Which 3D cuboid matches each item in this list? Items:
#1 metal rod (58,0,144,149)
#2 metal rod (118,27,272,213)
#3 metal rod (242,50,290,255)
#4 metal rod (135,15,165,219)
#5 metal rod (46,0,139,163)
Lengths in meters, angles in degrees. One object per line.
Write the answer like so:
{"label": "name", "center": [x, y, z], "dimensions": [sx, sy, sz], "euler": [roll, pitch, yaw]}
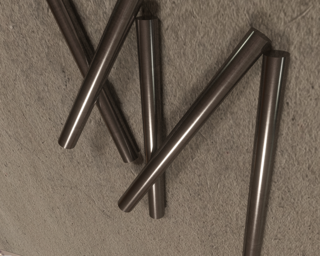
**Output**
{"label": "metal rod", "center": [-0.063, -0.086, 0.361], "dimensions": [0.025, 0.025, 0.298], "euler": [36, 121, 4]}
{"label": "metal rod", "center": [0.024, 0.012, 0.378], "dimensions": [0.025, 0.025, 0.298], "euler": [38, 122, 2]}
{"label": "metal rod", "center": [0.123, 0.056, 0.376], "dimensions": [0.025, 0.025, 0.298], "euler": [10, 123, 23]}
{"label": "metal rod", "center": [-0.010, 0.007, 0.414], "dimensions": [0.025, 0.025, 0.298], "euler": [11, 123, 21]}
{"label": "metal rod", "center": [-0.095, -0.085, 0.402], "dimensions": [0.025, 0.025, 0.299], "euler": [-9, 114, 32]}
